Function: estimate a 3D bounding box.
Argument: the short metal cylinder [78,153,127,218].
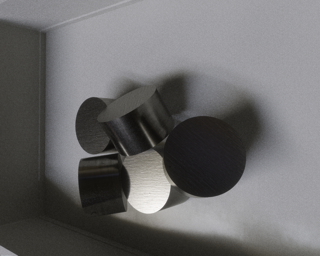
[{"bbox_3d":[-0.076,0.077,0.420,0.050,0.080,0.080,-8,83,-3],"label":"short metal cylinder"}]

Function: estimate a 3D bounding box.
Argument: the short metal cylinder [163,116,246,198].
[{"bbox_3d":[0.043,0.032,0.325,0.081,0.050,0.080,0,76,-1],"label":"short metal cylinder"}]

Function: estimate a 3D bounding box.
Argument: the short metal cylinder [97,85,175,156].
[{"bbox_3d":[-0.029,-0.010,0.381,0.080,0.080,0.050,-10,119,39],"label":"short metal cylinder"}]

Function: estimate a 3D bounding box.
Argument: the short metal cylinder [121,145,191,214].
[{"bbox_3d":[-0.003,0.062,0.389,0.080,0.050,0.079,0,90,39],"label":"short metal cylinder"}]

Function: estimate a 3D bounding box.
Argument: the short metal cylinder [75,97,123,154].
[{"bbox_3d":[-0.077,-0.003,0.448,0.080,0.050,0.079,0,90,39],"label":"short metal cylinder"}]
